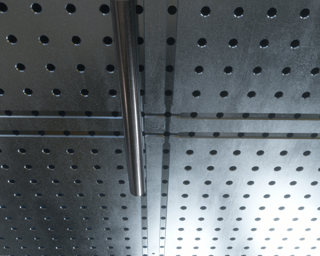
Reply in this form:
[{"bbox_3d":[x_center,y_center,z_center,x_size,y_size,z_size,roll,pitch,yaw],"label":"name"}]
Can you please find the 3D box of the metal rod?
[{"bbox_3d":[-0.036,-0.014,0.398,0.025,0.025,0.298,0,130,0],"label":"metal rod"}]
